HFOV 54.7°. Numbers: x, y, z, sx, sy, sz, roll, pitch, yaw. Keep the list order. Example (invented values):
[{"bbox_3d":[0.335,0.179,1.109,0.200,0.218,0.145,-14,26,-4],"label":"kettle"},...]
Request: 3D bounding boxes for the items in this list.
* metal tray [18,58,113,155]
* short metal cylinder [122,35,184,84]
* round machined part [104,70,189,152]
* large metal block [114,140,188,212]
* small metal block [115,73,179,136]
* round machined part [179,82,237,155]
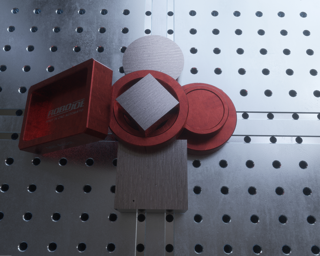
[{"bbox_3d":[-0.117,-0.022,0.378,0.130,0.030,0.090,-13,66,34],"label":"metal tray"},{"bbox_3d":[-0.009,-0.079,0.427,0.081,0.050,0.080,0,70,0],"label":"short metal cylinder"},{"bbox_3d":[-0.016,-0.018,0.378,0.099,0.042,0.098,0,70,0],"label":"round machined part"},{"bbox_3d":[-0.009,0.059,0.374,0.080,0.050,0.080,1,70,0],"label":"large metal block"},{"bbox_3d":[-0.014,-0.026,0.355,0.050,0.025,0.050,-40,75,-13],"label":"small metal block"},{"bbox_3d":[0.052,-0.017,0.408,0.099,0.042,0.098,0,70,0],"label":"round machined part"}]
